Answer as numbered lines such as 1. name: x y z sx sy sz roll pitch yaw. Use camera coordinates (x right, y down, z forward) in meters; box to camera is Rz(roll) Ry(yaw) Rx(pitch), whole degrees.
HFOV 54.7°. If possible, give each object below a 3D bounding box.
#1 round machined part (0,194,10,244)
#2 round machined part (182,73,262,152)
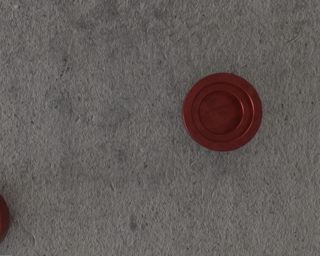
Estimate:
1. round machined part: -0.243 0.118 0.400 0.099 0.042 0.097 0 90 0
2. round machined part: 0.077 -0.020 0.402 0.099 0.042 0.097 0 90 0
